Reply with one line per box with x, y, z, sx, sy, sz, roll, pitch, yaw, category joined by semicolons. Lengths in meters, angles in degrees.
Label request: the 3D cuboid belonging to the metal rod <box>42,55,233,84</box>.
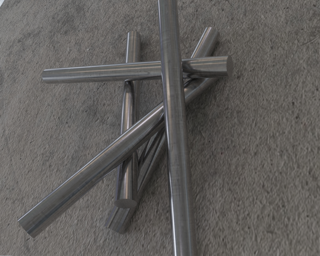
-0.050;-0.078;0.430;0.300;0.025;0.025;3;63;29;metal rod

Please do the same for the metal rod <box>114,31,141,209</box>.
-0.041;-0.035;0.428;0.025;0.025;0.300;-17;49;18;metal rod

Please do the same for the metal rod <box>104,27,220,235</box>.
0.011;-0.009;0.404;0.025;0.025;0.300;15;69;34;metal rod

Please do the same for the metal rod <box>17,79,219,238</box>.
-0.025;0.007;0.358;0.301;0.025;0.025;-41;49;-22;metal rod

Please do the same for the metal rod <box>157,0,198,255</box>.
0.017;-0.011;0.348;0.025;0.025;0.299;-10;74;23;metal rod
